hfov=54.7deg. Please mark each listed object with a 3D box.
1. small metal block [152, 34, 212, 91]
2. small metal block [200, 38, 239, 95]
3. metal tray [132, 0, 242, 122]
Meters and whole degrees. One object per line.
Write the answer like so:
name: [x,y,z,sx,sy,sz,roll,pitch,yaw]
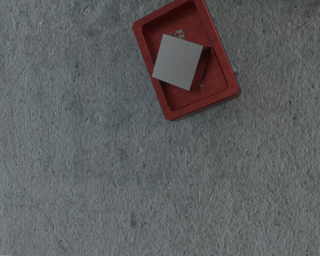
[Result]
small metal block: [0.024,-0.075,0.352,0.050,0.025,0.050,25,110,24]
small metal block: [0.062,-0.073,0.387,0.050,0.025,0.050,-37,79,16]
metal tray: [0.030,-0.083,0.368,0.090,0.030,0.129,-22,82,19]
